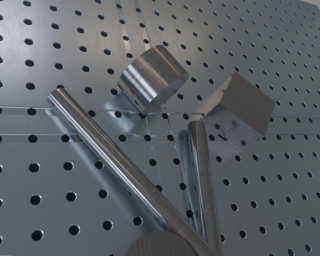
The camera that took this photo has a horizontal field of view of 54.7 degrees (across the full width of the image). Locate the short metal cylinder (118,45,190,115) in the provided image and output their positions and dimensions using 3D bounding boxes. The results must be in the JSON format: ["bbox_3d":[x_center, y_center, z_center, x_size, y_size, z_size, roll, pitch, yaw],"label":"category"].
[{"bbox_3d":[-0.008,-0.062,0.407,0.050,0.080,0.081,49,51,6],"label":"short metal cylinder"}]

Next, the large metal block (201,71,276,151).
[{"bbox_3d":[0.120,-0.026,0.473,0.080,0.050,0.080,36,51,-4],"label":"large metal block"}]

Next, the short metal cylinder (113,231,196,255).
[{"bbox_3d":[-0.008,0.146,0.299,0.081,0.050,0.080,14,56,-21],"label":"short metal cylinder"}]

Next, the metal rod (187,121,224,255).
[{"bbox_3d":[0.059,0.125,0.363,0.025,0.025,0.299,11,57,-23],"label":"metal rod"}]

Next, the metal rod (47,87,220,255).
[{"bbox_3d":[-0.019,0.067,0.339,0.300,0.025,0.025,46,51,10],"label":"metal rod"}]
